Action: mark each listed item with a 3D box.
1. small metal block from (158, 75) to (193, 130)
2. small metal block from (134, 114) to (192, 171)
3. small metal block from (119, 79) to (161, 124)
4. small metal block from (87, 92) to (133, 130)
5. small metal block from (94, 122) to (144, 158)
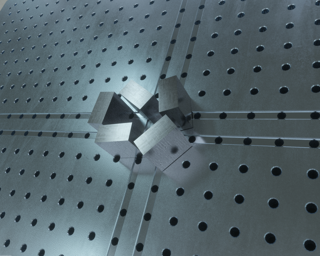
[{"bbox_3d":[0.020,-0.031,0.401,0.025,0.050,0.050,-15,55,20],"label":"small metal block"},{"bbox_3d":[0.005,0.019,0.378,0.050,0.050,0.025,-41,50,1],"label":"small metal block"},{"bbox_3d":[-0.021,-0.033,0.425,0.025,0.050,0.050,-48,52,-4],"label":"small metal block"},{"bbox_3d":[-0.069,-0.017,0.440,0.025,0.050,0.050,3,64,30],"label":"small metal block"},{"bbox_3d":[-0.048,0.018,0.407,0.050,0.050,0.025,-5,60,26],"label":"small metal block"}]
